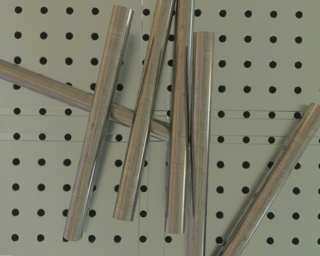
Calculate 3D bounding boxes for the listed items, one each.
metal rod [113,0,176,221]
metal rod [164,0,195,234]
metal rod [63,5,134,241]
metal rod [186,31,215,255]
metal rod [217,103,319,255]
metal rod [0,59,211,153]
[{"bbox_3d":[-0.017,-0.037,0.391,0.025,0.025,0.299,11,81,0],"label":"metal rod"},{"bbox_3d":[0.026,-0.024,0.392,0.025,0.025,0.299,3,82,0],"label":"metal rod"},{"bbox_3d":[-0.080,0.001,0.390,0.025,0.025,0.298,14,99,0],"label":"metal rod"},{"bbox_3d":[0.050,0.035,0.389,0.025,0.025,0.298,1,100,0],"label":"metal rod"},{"bbox_3d":[0.135,0.100,0.414,0.025,0.025,0.299,32,90,0],"label":"metal rod"},{"bbox_3d":[-0.078,-0.027,0.412,0.301,0.025,0.025,21,90,0],"label":"metal rod"}]
